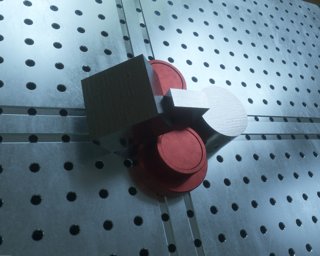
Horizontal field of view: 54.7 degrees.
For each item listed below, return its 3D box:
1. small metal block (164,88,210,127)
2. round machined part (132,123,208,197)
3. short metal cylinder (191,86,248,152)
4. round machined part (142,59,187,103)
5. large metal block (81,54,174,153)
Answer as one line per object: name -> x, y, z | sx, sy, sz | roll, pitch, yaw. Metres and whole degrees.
small metal block -> 0.026, -0.024, 0.392 | 0.050, 0.050, 0.025 | 1, 61, -28
round machined part -> 0.018, 0.033, 0.387 | 0.099, 0.042, 0.098 | 14, 56, -21
short metal cylinder -> 0.076, -0.013, 0.439 | 0.081, 0.050, 0.080 | 14, 56, -21
round machined part -> -0.003, -0.056, 0.430 | 0.099, 0.042, 0.098 | 14, 56, -21
large metal block -> -0.039, -0.027, 0.361 | 0.050, 0.080, 0.080 | 44, 28, -62
